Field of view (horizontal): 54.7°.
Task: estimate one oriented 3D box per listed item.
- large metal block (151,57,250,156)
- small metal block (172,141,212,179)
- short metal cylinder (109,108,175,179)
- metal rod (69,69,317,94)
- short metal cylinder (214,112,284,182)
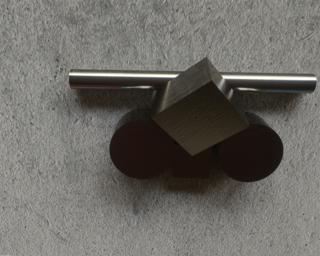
[{"bbox_3d":[0.047,-0.023,0.371,0.080,0.050,0.080,-31,124,24],"label":"large metal block"},{"bbox_3d":[0.043,0.041,0.427,0.050,0.025,0.050,2,110,-1],"label":"small metal block"},{"bbox_3d":[-0.022,0.019,0.404,0.081,0.050,0.079,0,110,0],"label":"short metal cylinder"},{"bbox_3d":[0.041,-0.059,0.389,0.302,0.025,0.025,1,110,-1],"label":"metal rod"},{"bbox_3d":[0.113,0.024,0.407,0.081,0.050,0.079,0,110,0],"label":"short metal cylinder"}]
